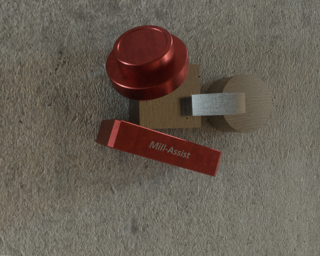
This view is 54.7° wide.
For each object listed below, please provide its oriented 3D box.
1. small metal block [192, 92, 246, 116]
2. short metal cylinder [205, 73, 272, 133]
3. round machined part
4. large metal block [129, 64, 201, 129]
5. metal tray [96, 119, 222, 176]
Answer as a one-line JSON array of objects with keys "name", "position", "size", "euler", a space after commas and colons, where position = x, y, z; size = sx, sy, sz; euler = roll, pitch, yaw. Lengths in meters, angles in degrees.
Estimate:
[{"name": "small metal block", "position": [0.072, -0.029, 0.375], "size": [0.050, 0.050, 0.025], "euler": [-10, 98, -61]}, {"name": "short metal cylinder", "position": [0.108, -0.033, 0.438], "size": [0.081, 0.050, 0.080], "euler": [0, 90, -20]}, {"name": "round machined part", "position": [-0.017, -0.083, 0.365], "size": [0.098, 0.098, 0.042], "euler": [-38, 147, -16]}, {"name": "large metal block", "position": [0.005, -0.040, 0.400], "size": [0.081, 0.050, 0.080], "euler": [-2, 91, -20]}, {"name": "metal tray", "position": [-0.004, 0.023, 0.374], "size": [0.131, 0.090, 0.030], "euler": [18, 85, -19]}]
